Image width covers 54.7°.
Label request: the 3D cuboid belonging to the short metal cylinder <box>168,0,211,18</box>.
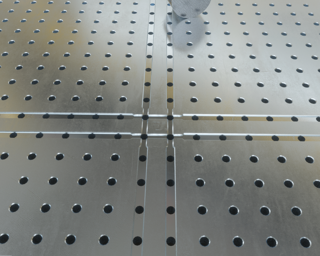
[{"bbox_3d":[0.053,-0.259,0.590,0.081,0.080,0.050,-13,51,-11],"label":"short metal cylinder"}]
